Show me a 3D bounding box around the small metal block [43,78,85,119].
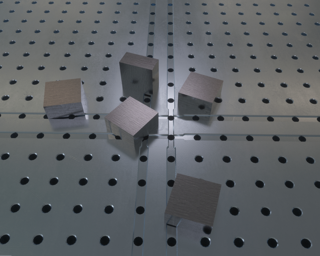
[{"bbox_3d":[-0.136,-0.043,0.443,0.050,0.025,0.050,-8,50,-7],"label":"small metal block"}]

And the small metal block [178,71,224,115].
[{"bbox_3d":[0.059,-0.051,0.451,0.050,0.025,0.050,19,53,15],"label":"small metal block"}]

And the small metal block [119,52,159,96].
[{"bbox_3d":[-0.030,-0.079,0.458,0.050,0.050,0.025,16,52,13],"label":"small metal block"}]

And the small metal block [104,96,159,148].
[{"bbox_3d":[-0.037,-0.009,0.415,0.050,0.025,0.050,31,56,23],"label":"small metal block"}]

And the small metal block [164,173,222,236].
[{"bbox_3d":[0.036,0.083,0.339,0.050,0.025,0.050,13,51,11],"label":"small metal block"}]
